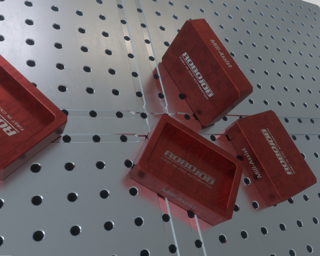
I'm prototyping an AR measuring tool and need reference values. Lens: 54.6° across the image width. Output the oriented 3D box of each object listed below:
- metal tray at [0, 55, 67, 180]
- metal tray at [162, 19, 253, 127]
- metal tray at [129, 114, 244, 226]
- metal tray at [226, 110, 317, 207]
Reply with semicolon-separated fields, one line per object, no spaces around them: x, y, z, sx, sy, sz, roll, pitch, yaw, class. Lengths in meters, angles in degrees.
-0.176;-0.022;0.323;0.130;0.030;0.090;43;51;1;metal tray
0.063;-0.079;0.447;0.030;0.090;0.130;-21;73;-36;metal tray
0.038;0.052;0.393;0.130;0.030;0.090;32;52;-8;metal tray
0.168;0.041;0.469;0.091;0.030;0.130;-14;69;-34;metal tray
